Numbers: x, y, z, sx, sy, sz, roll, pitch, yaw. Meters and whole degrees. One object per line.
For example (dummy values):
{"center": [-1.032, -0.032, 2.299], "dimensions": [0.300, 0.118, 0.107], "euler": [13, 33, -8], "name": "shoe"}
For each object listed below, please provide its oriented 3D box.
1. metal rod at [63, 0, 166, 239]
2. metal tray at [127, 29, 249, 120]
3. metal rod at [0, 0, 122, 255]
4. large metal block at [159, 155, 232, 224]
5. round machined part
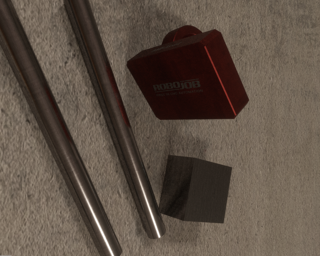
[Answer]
{"center": [-0.047, -0.001, 0.366], "dimensions": [0.025, 0.025, 0.298], "euler": [-28, 108, -37], "name": "metal rod"}
{"center": [0.028, -0.054, 0.361], "dimensions": [0.030, 0.130, 0.090], "euler": [-45, 117, -31], "name": "metal tray"}
{"center": [-0.104, 0.011, 0.318], "dimensions": [0.025, 0.025, 0.298], "euler": [-31, 110, -36], "name": "metal rod"}
{"center": [0.051, 0.086, 0.434], "dimensions": [0.080, 0.050, 0.080], "euler": [18, 79, -39], "name": "large metal block"}
{"center": [0.033, -0.083, 0.417], "dimensions": [0.099, 0.042, 0.097], "euler": [9, 77, -46], "name": "round machined part"}
